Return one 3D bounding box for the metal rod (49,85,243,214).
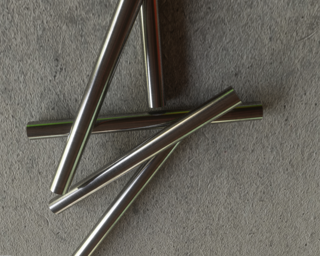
[{"bbox_3d":[-0.031,0.037,0.405,0.300,0.025,0.025,-32,107,18],"label":"metal rod"}]

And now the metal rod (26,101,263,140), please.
[{"bbox_3d":[-0.020,-0.010,0.405,0.302,0.025,0.025,-5,110,1],"label":"metal rod"}]

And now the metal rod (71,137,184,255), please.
[{"bbox_3d":[-0.064,0.122,0.453,0.025,0.025,0.299,34,106,-12],"label":"metal rod"}]

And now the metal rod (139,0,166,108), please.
[{"bbox_3d":[-0.015,-0.169,0.347,0.025,0.025,0.298,-4,110,1],"label":"metal rod"}]

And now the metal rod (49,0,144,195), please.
[{"bbox_3d":[-0.073,-0.048,0.363,0.025,0.025,0.298,23,108,-8],"label":"metal rod"}]
